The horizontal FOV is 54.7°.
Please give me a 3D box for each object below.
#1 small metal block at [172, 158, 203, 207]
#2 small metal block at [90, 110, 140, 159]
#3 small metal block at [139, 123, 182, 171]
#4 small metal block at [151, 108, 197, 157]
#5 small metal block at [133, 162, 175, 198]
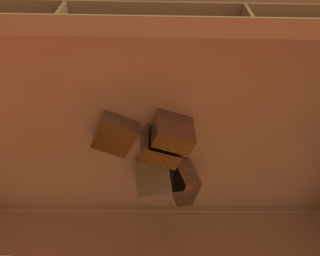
[{"bbox_3d":[0.034,0.080,0.457,0.025,0.050,0.050,-4,133,-22],"label":"small metal block"},{"bbox_3d":[-0.060,0.009,0.416,0.050,0.025,0.050,20,127,-17],"label":"small metal block"},{"bbox_3d":[0.001,0.025,0.414,0.050,0.050,0.025,15,128,-13],"label":"small metal block"},{"bbox_3d":[0.017,0.005,0.397,0.050,0.050,0.025,15,129,-13],"label":"small metal block"},{"bbox_3d":[-0.008,0.072,0.451,0.050,0.050,0.025,-10,171,8],"label":"small metal block"}]
